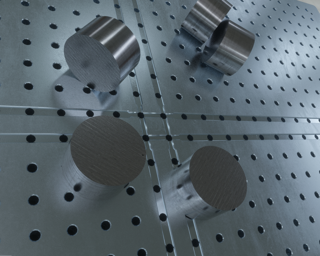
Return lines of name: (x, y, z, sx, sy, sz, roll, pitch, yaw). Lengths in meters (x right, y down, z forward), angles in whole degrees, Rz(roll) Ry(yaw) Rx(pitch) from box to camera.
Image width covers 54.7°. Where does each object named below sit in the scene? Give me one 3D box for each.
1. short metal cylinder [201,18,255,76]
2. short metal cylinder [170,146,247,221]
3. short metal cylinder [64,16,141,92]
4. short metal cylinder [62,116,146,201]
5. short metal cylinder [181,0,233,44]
short metal cylinder: (0.112, -0.134, 0.518, 0.050, 0.080, 0.080, 25, 53, -14)
short metal cylinder: (0.059, 0.069, 0.384, 0.081, 0.050, 0.080, 14, 56, -21)
short metal cylinder: (-0.072, -0.092, 0.392, 0.080, 0.080, 0.050, 37, 51, -4)
short metal cylinder: (-0.062, 0.033, 0.339, 0.081, 0.050, 0.080, 14, 56, -21)
short metal cylinder: (0.080, -0.193, 0.536, 0.050, 0.080, 0.080, 37, 51, -4)
